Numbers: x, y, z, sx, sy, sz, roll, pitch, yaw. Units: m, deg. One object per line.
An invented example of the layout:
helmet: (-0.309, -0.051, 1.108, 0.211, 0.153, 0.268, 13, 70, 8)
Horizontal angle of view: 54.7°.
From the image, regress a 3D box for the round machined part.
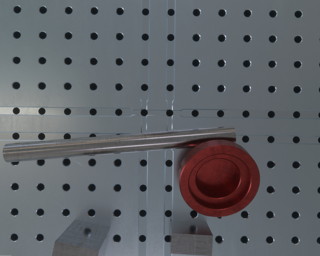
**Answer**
round machined part: (0.073, 0.060, 0.397, 0.099, 0.042, 0.097, 0, 107, -1)

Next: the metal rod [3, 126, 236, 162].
metal rod: (-0.052, 0.021, 0.412, 0.302, 0.025, 0.025, -5, 90, 0)

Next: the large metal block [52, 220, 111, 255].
large metal block: (-0.101, 0.170, 0.385, 0.050, 0.080, 0.080, 12, 90, 0)

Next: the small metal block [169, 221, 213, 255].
small metal block: (0.039, 0.142, 0.401, 0.050, 0.050, 0.025, 4, 90, 0)
